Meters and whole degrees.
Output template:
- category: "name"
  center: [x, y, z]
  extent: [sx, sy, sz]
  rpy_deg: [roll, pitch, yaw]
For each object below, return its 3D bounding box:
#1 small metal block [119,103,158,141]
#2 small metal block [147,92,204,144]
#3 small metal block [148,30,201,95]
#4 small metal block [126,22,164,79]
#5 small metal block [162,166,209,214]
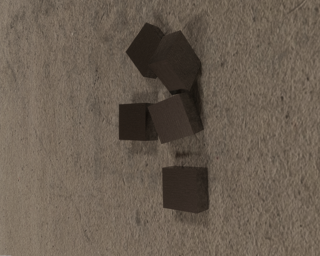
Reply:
- category: "small metal block"
  center: [-0.030, -0.008, 0.428]
  extent: [0.050, 0.025, 0.050]
  rpy_deg: [0, 90, 39]
- category: "small metal block"
  center: [0.019, -0.012, 0.380]
  extent: [0.050, 0.025, 0.050]
  rpy_deg: [-19, 92, 38]
- category: "small metal block"
  center: [0.019, -0.075, 0.358]
  extent: [0.025, 0.050, 0.050]
  rpy_deg: [-7, 48, 39]
- category: "small metal block"
  center: [-0.012, -0.102, 0.413]
  extent: [0.050, 0.025, 0.050]
  rpy_deg: [-48, 62, 29]
- category: "small metal block"
  center: [0.031, 0.073, 0.378]
  extent: [0.050, 0.025, 0.050]
  rpy_deg: [-2, 89, 39]
